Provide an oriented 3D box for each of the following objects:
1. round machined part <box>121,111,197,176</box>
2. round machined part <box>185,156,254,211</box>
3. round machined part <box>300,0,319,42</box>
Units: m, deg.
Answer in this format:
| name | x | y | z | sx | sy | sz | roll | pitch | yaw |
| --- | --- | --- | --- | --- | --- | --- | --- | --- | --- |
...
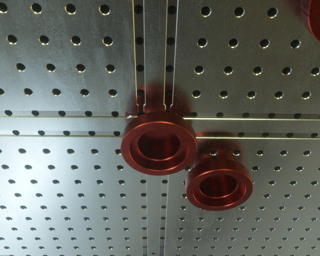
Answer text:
| name | x | y | z | sx | sy | sz | roll | pitch | yaw |
| --- | --- | --- | --- | --- | --- | --- | --- | --- | --- |
| round machined part | -0.001 | 0.016 | 0.414 | 0.099 | 0.042 | 0.097 | -1 | 130 | 0 |
| round machined part | 0.087 | 0.080 | 0.470 | 0.099 | 0.042 | 0.097 | -1 | 130 | 0 |
| round machined part | 0.184 | -0.128 | 0.294 | 0.099 | 0.042 | 0.097 | -1 | 130 | 0 |
